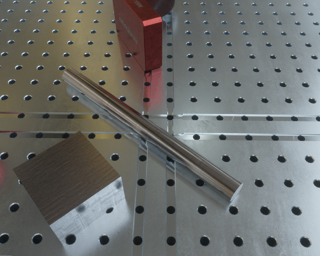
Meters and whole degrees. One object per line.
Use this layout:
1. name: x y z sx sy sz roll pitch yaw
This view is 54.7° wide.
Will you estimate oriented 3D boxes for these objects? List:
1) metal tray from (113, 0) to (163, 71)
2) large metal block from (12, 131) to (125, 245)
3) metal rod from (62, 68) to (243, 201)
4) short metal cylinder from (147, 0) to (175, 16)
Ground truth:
1. metal tray: -0.038 -0.166 0.504 0.030 0.089 0.130 -21 53 -16
2. large metal block: -0.097 0.062 0.338 0.080 0.050 0.080 -33 58 -25
3. metal rod: -0.026 -0.004 0.410 0.300 0.025 0.025 34 58 25
4. short metal cylinder: -0.007 -0.260 0.590 0.080 0.080 0.050 8 51 6
